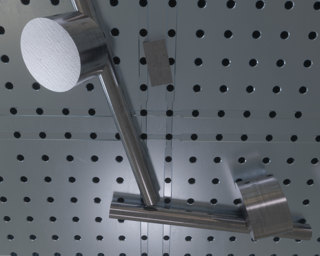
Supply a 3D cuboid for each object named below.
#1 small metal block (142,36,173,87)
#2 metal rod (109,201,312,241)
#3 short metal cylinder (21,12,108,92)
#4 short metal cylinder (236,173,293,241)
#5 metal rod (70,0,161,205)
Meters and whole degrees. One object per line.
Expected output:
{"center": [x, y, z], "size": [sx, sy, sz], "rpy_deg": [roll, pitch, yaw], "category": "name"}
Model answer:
{"center": [-0.002, -0.081, 0.370], "size": [0.025, 0.050, 0.050], "rpy_deg": [-10, 110, 4], "category": "small metal block"}
{"center": [0.076, 0.140, 0.465], "size": [0.302, 0.025, 0.025], "rpy_deg": [7, 110, -3], "category": "metal rod"}
{"center": [-0.107, -0.087, 0.351], "size": [0.080, 0.050, 0.079], "rpy_deg": [12, 120, 22], "category": "short metal cylinder"}
{"center": [0.140, 0.107, 0.425], "size": [0.050, 0.080, 0.080], "rpy_deg": [-16, 109, 6], "category": "short metal cylinder"}
{"center": [-0.053, -0.029, 0.401], "size": [0.025, 0.025, 0.298], "rpy_deg": [-15, 110, 5], "category": "metal rod"}
